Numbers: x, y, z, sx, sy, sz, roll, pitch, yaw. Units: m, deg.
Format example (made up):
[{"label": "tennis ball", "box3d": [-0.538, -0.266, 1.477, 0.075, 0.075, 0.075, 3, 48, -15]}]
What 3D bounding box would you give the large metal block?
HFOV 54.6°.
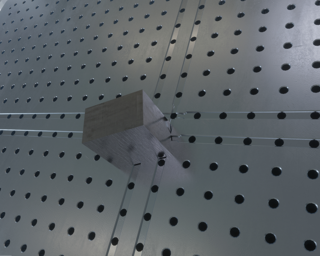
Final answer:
[{"label": "large metal block", "box3d": [-0.039, 0.005, 0.391, 0.080, 0.080, 0.050, -16, 55, 19]}]
